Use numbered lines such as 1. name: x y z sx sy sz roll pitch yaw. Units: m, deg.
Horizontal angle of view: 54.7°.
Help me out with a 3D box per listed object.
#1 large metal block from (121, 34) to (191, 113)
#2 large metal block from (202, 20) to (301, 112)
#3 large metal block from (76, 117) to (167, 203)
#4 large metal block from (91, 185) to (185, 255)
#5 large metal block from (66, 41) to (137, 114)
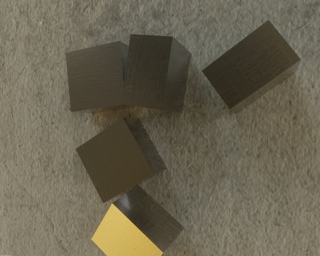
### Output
1. large metal block: -0.002 -0.063 0.380 0.050 0.080 0.079 9 93 19
2. large metal block: 0.101 -0.062 0.344 0.080 0.080 0.050 -37 79 16
3. large metal block: -0.051 0.041 0.412 0.080 0.050 0.080 -32 80 16
4. large metal block: -0.030 0.134 0.391 0.080 0.050 0.079 40 124 15
5. large metal block: -0.075 -0.065 0.421 0.080 0.050 0.080 -7 88 19
